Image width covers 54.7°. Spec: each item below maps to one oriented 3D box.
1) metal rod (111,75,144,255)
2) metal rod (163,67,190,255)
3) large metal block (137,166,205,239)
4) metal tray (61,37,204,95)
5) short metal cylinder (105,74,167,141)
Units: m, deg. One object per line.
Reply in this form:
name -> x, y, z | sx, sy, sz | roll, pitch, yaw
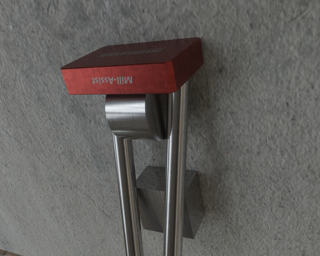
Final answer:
metal rod -> -0.045, 0.064, 0.411 | 0.025, 0.025, 0.298 | 2, 104, 27
metal rod -> 0.019, 0.068, 0.379 | 0.025, 0.025, 0.298 | 8, 107, 23
large metal block -> 0.014, 0.105, 0.446 | 0.080, 0.050, 0.079 | 2, 119, 27
metal tray -> -0.028, -0.068, 0.338 | 0.130, 0.090, 0.030 | 2, 120, 26
short metal cylinder -> -0.020, -0.026, 0.367 | 0.050, 0.080, 0.079 | 2, 119, 26
